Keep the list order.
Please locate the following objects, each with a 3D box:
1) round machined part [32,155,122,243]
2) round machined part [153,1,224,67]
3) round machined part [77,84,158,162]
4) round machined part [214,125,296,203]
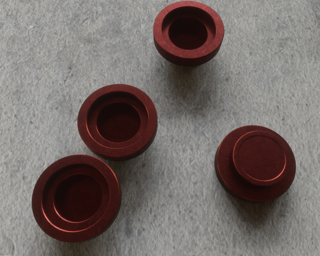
[{"bbox_3d":[-0.095,0.084,0.367,0.099,0.042,0.098,0,70,-1],"label":"round machined part"},{"bbox_3d":[0.040,-0.131,0.447,0.099,0.042,0.098,0,70,-1],"label":"round machined part"},{"bbox_3d":[-0.052,-0.004,0.400,0.099,0.042,0.098,0,70,-1],"label":"round machined part"},{"bbox_3d":[0.120,0.041,0.385,0.099,0.042,0.098,0,70,-1],"label":"round machined part"}]
